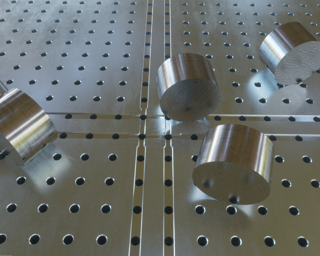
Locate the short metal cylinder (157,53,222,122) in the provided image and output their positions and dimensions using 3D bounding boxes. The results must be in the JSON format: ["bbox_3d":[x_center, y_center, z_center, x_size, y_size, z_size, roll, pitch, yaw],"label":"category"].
[{"bbox_3d":[0.037,-0.053,0.417,0.081,0.080,0.050,-5,50,-4],"label":"short metal cylinder"}]

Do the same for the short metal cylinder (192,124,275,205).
[{"bbox_3d":[0.081,0.041,0.339,0.080,0.080,0.050,14,52,11],"label":"short metal cylinder"}]

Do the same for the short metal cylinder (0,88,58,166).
[{"bbox_3d":[-0.171,-0.001,0.370,0.080,0.080,0.050,29,56,22],"label":"short metal cylinder"}]

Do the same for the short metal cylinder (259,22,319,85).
[{"bbox_3d":[0.199,-0.111,0.468,0.081,0.080,0.050,-11,51,-10],"label":"short metal cylinder"}]

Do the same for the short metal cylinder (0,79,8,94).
[{"bbox_3d":[-0.242,-0.041,0.398,0.080,0.050,0.080,-25,26,13],"label":"short metal cylinder"}]
